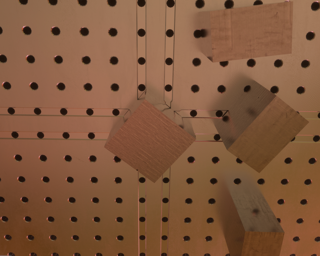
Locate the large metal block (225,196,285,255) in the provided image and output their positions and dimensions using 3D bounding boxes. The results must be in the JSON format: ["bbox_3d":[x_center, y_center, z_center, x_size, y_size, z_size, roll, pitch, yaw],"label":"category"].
[{"bbox_3d":[0.131,0.155,0.443,0.050,0.080,0.079,2,110,-1],"label":"large metal block"}]

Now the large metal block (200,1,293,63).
[{"bbox_3d":[0.091,-0.109,0.345,0.080,0.080,0.050,-6,110,2],"label":"large metal block"}]

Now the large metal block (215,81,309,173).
[{"bbox_3d":[0.120,-0.005,0.384,0.050,0.080,0.080,35,106,-12],"label":"large metal block"}]

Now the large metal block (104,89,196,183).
[{"bbox_3d":[-0.012,0.010,0.404,0.080,0.050,0.080,38,105,-13],"label":"large metal block"}]
